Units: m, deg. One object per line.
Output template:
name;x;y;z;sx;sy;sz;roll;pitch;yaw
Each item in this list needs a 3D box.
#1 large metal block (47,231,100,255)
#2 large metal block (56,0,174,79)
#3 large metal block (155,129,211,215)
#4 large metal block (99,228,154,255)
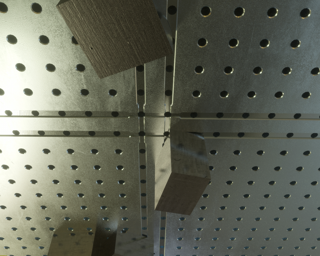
large metal block;-0.163;0.247;0.603;0.081;0.050;0.079;-2;130;1
large metal block;-0.039;-0.106;0.305;0.080;0.050;0.080;-17;129;13
large metal block;0.027;0.061;0.428;0.050;0.080;0.079;11;129;-10
large metal block;-0.067;0.249;0.606;0.080;0.050;0.080;24;126;-20
